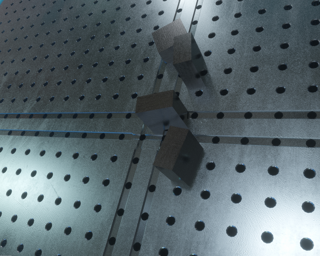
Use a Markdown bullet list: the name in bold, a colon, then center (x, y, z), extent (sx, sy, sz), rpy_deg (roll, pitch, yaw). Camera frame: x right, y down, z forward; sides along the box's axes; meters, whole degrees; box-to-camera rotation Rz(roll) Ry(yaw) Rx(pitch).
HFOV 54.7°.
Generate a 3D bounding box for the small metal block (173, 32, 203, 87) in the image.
- **small metal block**: center (0.040, -0.094, 0.428), extent (0.025, 0.050, 0.050), rpy_deg (-11, 57, 22)

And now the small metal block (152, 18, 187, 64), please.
- **small metal block**: center (0.020, -0.135, 0.480), extent (0.050, 0.025, 0.050), rpy_deg (-25, 53, 12)

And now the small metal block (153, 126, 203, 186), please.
- **small metal block**: center (0.022, 0.033, 0.359), extent (0.025, 0.050, 0.050), rpy_deg (12, 68, 33)

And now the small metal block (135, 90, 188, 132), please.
- **small metal block**: center (0.003, -0.021, 0.402), extent (0.050, 0.050, 0.025), rpy_deg (-9, 58, 23)
